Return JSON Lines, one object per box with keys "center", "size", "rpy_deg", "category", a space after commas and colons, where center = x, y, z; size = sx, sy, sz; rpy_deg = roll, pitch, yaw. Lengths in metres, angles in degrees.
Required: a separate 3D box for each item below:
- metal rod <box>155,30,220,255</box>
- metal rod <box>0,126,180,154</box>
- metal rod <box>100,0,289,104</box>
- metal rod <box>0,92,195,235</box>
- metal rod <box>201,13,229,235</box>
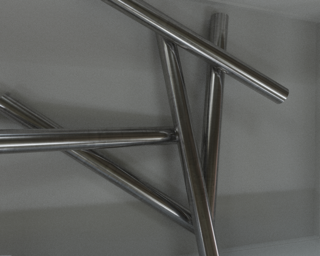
{"center": [0.032, 0.009, 0.394], "size": [0.025, 0.025, 0.298], "rpy_deg": [-8, 82, -20], "category": "metal rod"}
{"center": [-0.104, 0.013, 0.343], "size": [0.303, 0.025, 0.025], "rpy_deg": [-1, 91, -31], "category": "metal rod"}
{"center": [0.041, -0.109, 0.393], "size": [0.301, 0.025, 0.025], "rpy_deg": [26, 81, -16], "category": "metal rod"}
{"center": [-0.060, 0.054, 0.388], "size": [0.301, 0.025, 0.025], "rpy_deg": [36, 79, -17], "category": "metal rod"}
{"center": [0.072, -0.011, 0.422], "size": [0.025, 0.025, 0.298], "rpy_deg": [8, 82, -20], "category": "metal rod"}
